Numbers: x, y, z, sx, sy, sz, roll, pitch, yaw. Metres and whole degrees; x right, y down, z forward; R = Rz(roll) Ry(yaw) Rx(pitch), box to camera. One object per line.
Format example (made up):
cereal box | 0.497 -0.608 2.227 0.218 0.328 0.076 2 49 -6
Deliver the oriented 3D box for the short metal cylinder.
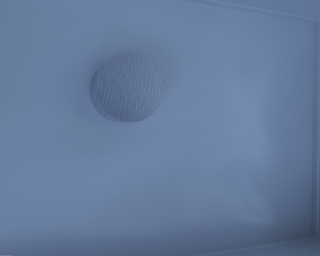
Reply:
short metal cylinder | -0.042 -0.047 0.382 0.081 0.050 0.079 0 90 -20
